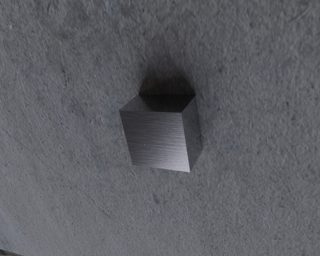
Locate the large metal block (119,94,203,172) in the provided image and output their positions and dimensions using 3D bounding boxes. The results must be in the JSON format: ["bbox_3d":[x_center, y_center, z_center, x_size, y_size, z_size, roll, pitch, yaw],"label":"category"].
[{"bbox_3d":[0.004,0.004,0.390,0.080,0.050,0.079,4,120,26],"label":"large metal block"}]
